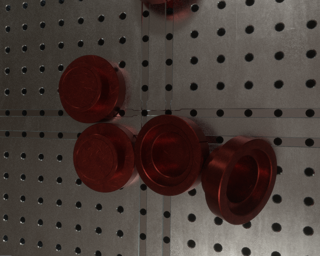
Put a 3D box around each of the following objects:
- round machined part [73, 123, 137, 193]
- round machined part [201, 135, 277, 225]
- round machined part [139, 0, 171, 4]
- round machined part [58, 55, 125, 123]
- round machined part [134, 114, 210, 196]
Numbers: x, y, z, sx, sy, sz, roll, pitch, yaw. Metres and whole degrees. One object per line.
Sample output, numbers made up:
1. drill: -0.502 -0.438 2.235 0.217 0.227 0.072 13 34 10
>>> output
1. round machined part: -0.080 0.041 0.430 0.098 0.042 0.097 0 90 19
2. round machined part: 0.086 0.055 0.352 0.042 0.099 0.097 18 97 51
3. round machined part: 0.000 -0.210 0.403 0.098 0.042 0.097 0 90 19
4. round machined part: -0.102 -0.055 0.438 0.098 0.042 0.097 0 90 19
5. round machined part: 0.019 0.032 0.387 0.098 0.042 0.097 0 89 35
